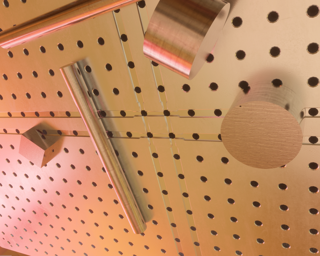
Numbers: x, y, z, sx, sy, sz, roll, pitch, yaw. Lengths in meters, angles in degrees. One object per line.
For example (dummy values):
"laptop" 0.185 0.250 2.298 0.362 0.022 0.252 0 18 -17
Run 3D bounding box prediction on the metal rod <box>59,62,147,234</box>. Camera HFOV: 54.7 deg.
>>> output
"metal rod" -0.080 0.044 0.481 0.025 0.025 0.298 -5 116 31

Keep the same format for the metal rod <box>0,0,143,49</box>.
"metal rod" -0.098 -0.141 0.375 0.300 0.025 0.025 -6 116 31

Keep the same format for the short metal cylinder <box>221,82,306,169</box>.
"short metal cylinder" 0.112 -0.003 0.334 0.080 0.050 0.079 13 124 21

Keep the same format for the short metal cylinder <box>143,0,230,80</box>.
"short metal cylinder" 0.026 -0.094 0.304 0.050 0.080 0.079 30 128 9

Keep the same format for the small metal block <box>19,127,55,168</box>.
"small metal block" -0.219 0.036 0.549 0.050 0.025 0.050 33 129 6
